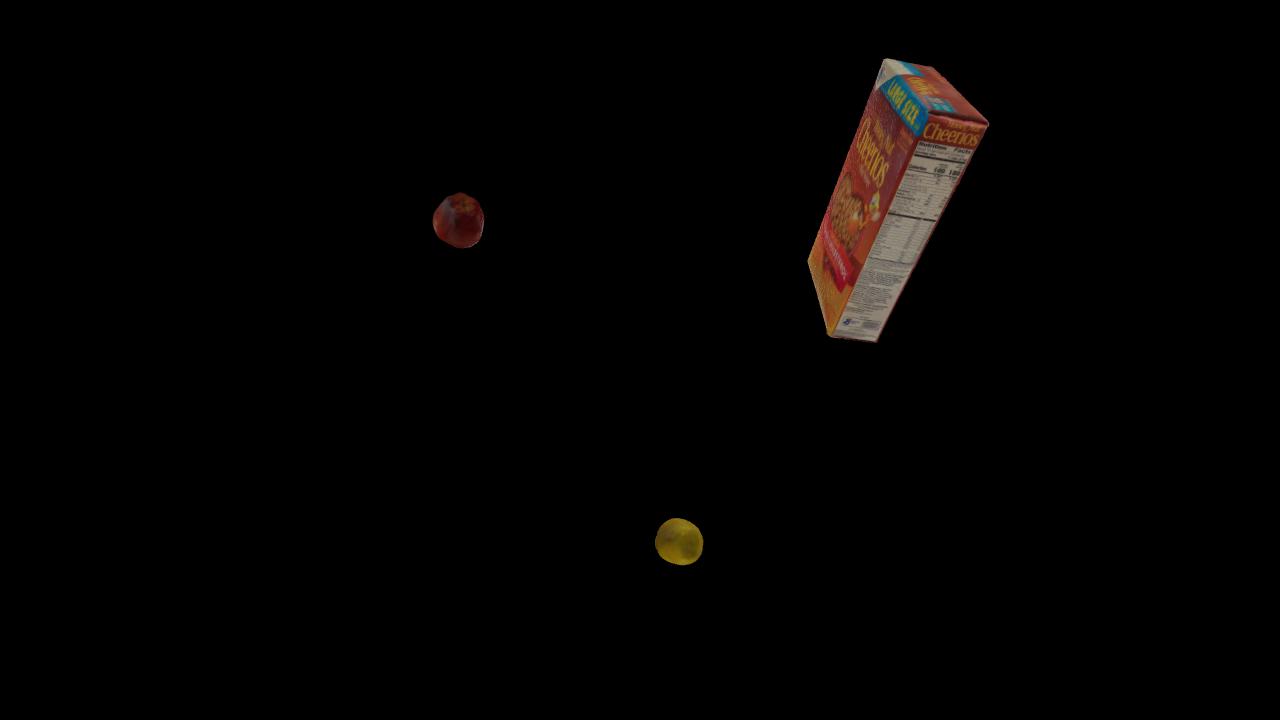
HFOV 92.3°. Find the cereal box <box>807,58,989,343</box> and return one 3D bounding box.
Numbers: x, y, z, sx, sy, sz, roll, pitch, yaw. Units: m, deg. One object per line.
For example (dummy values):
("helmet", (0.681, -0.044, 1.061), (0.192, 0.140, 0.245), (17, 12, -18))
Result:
("cereal box", (0.311, -0.203, 0.800), (0.081, 0.306, 0.203), (8, 41, -2))

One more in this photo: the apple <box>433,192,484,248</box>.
("apple", (-0.282, -0.216, 0.961), (0.079, 0.079, 0.093), (0, -25, -30))

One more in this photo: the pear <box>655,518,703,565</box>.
("pear", (0.052, 0.303, 1.032), (0.080, 0.080, 0.111), (0, -9, -38))
